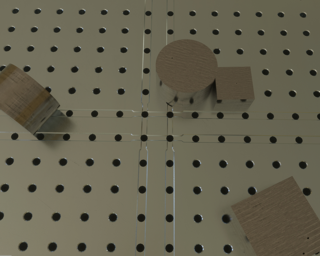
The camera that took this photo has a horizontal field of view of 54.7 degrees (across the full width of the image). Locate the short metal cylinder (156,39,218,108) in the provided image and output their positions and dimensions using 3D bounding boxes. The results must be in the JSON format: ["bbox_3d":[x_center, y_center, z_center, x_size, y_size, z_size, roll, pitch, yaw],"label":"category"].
[{"bbox_3d":[0.035,-0.073,0.425,0.081,0.050,0.080,0,70,0],"label":"short metal cylinder"}]

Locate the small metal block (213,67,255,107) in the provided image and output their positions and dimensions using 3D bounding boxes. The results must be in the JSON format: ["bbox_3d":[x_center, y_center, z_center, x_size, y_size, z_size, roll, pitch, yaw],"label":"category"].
[{"bbox_3d":[0.101,-0.057,0.433,0.050,0.025,0.050,-1,70,-1],"label":"small metal block"}]

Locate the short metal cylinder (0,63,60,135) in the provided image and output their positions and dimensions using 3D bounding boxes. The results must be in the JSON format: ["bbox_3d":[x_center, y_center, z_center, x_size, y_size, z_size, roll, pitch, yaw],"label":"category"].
[{"bbox_3d":[-0.176,-0.035,0.394,0.080,0.080,0.050,34,74,11],"label":"short metal cylinder"}]

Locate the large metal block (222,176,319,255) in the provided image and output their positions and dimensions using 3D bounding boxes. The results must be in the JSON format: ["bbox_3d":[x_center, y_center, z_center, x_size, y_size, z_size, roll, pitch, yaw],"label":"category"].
[{"bbox_3d":[0.131,0.113,0.358,0.080,0.050,0.080,-23,72,-8],"label":"large metal block"}]
